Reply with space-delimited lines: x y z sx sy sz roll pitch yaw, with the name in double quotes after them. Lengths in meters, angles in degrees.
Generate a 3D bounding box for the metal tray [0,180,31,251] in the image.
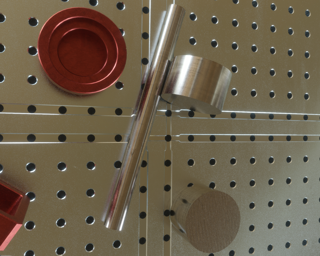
-0.198 0.061 0.304 0.130 0.090 0.030 36 83 -17 "metal tray"

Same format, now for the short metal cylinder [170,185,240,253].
0.061 0.121 0.422 0.081 0.050 0.080 0 90 -20 "short metal cylinder"

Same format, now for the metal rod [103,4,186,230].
-0.018 -0.018 0.405 0.025 0.025 0.299 18 84 -19 "metal rod"

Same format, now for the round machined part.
-0.092 -0.088 0.369 0.099 0.042 0.097 0 90 -20 "round machined part"

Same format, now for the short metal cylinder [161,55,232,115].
0.047 -0.054 0.400 0.081 0.080 0.050 19 84 -19 "short metal cylinder"
